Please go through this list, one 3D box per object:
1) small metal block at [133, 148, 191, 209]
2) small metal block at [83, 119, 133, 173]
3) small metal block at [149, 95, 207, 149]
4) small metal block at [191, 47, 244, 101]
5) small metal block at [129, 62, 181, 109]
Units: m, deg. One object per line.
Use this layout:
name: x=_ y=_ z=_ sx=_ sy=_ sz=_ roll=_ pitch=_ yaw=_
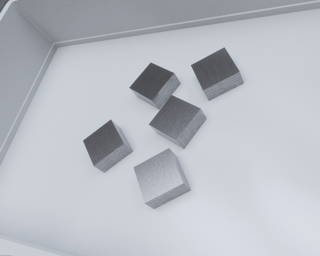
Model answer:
small metal block: x=0.002 y=0.060 z=0.368 sx=0.050 sy=0.025 sz=0.050 roll=-29 pitch=52 yaw=9
small metal block: x=-0.072 y=0.025 z=0.429 sx=0.050 sy=0.025 sz=0.050 roll=-37 pitch=51 yaw=3
small metal block: x=0.023 y=-0.008 z=0.399 sx=0.050 sy=0.025 sz=0.050 roll=30 pitch=78 yaw=37
small metal block: x=0.075 y=-0.071 z=0.410 sx=0.050 sy=0.025 sz=0.050 roll=-27 pitch=52 yaw=11
small metal block: x=-0.007 y=-0.061 z=0.447 sx=0.050 sy=0.025 sz=0.050 roll=33 pitch=80 yaw=38
